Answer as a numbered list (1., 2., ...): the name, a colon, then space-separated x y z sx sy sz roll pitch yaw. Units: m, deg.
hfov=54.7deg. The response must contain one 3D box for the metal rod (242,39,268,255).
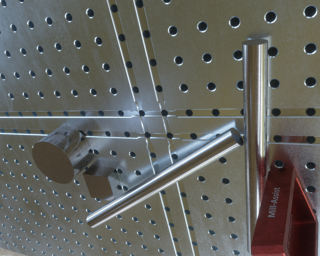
1. metal rod: 0.116 0.045 0.376 0.025 0.025 0.298 5 121 25

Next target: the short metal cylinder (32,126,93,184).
1. short metal cylinder: -0.157 0.043 0.502 0.080 0.050 0.079 13 124 20

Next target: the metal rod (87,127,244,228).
1. metal rod: -0.011 0.084 0.448 0.299 0.025 0.025 -36 99 32

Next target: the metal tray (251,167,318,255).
1. metal tray: 0.142 0.116 0.340 0.030 0.131 0.090 -18 109 35

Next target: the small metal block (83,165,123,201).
1. small metal block: -0.094 0.092 0.516 0.050 0.025 0.050 3 120 26
